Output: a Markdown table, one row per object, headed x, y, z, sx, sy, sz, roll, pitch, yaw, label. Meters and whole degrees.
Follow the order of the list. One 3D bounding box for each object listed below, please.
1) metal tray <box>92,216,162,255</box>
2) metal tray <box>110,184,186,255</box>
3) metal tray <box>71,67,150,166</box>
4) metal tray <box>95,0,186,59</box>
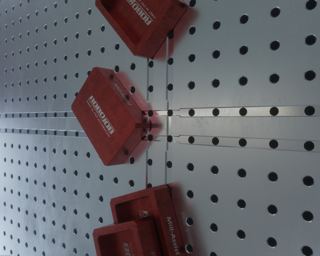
| x | y | z | sx | sy | sz | roll | pitch | yaw | label |
| --- | --- | --- | --- | --- | --- | --- | --- | --- | --- |
| -0.036 | 0.186 | 0.396 | 0.090 | 0.030 | 0.130 | -24 | 75 | 37 | metal tray |
| -0.016 | 0.150 | 0.420 | 0.090 | 0.030 | 0.130 | -24 | 75 | 37 | metal tray |
| -0.080 | -0.019 | 0.473 | 0.090 | 0.030 | 0.130 | -51 | 60 | 27 | metal tray |
| -0.032 | -0.172 | 0.433 | 0.090 | 0.030 | 0.130 | -50 | 61 | 28 | metal tray |
